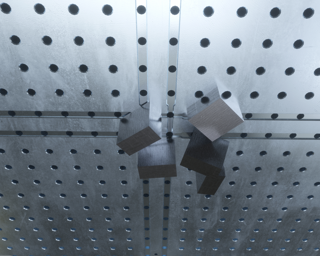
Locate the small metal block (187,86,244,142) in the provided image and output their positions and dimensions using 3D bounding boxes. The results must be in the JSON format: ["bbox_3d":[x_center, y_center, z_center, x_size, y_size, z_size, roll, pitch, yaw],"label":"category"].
[{"bbox_3d":[0.070,-0.017,0.398,0.050,0.025,0.050,-36,122,26],"label":"small metal block"}]

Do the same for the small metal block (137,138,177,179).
[{"bbox_3d":[-0.003,0.042,0.431,0.050,0.050,0.025,-4,130,3],"label":"small metal block"}]

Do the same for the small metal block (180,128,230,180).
[{"bbox_3d":[0.060,0.034,0.413,0.050,0.050,0.025,22,137,6],"label":"small metal block"}]

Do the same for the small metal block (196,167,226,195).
[{"bbox_3d":[0.070,0.060,0.443,0.025,0.050,0.050,8,137,-7],"label":"small metal block"}]

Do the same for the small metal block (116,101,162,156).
[{"bbox_3d":[-0.026,0.000,0.395,0.050,0.050,0.025,-29,124,22],"label":"small metal block"}]
